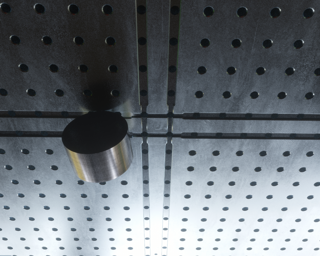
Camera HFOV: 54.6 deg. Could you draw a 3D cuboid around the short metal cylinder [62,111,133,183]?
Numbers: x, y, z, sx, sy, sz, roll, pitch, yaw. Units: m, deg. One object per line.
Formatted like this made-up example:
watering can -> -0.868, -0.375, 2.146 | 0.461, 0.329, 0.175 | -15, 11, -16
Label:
short metal cylinder -> -0.077, 0.022, 0.394 | 0.080, 0.080, 0.050 | -3, 130, 2
